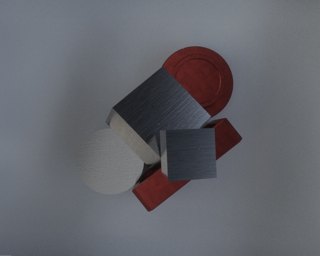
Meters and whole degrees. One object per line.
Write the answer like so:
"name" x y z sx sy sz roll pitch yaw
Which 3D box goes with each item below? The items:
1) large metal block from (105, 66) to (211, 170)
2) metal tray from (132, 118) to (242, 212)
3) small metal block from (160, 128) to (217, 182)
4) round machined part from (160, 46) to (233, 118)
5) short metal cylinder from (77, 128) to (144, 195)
"large metal block" -0.003 -0.010 0.362 0.080 0.050 0.080 46 65 0
"metal tray" 0.030 0.040 0.377 0.130 0.090 0.030 -38 90 -1
"small metal block" 0.028 0.026 0.315 0.050 0.025 0.050 -2 89 -14
"round machined part" 0.046 -0.058 0.402 0.099 0.042 0.097 0 90 -1
"short metal cylinder" -0.060 0.040 0.396 0.081 0.050 0.079 0 90 -1
